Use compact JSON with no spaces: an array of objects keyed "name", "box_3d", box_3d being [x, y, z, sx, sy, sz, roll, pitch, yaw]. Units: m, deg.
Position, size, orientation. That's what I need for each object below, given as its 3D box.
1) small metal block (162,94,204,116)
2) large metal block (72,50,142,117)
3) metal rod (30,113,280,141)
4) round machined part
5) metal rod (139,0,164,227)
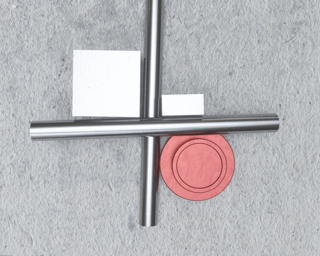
[{"name":"small metal block","box_3d":[0.028,-0.028,0.399,0.050,0.050,0.025,-1,90,-1]},{"name":"large metal block","box_3d":[-0.064,-0.054,0.397,0.081,0.050,0.079,1,90,-1]},{"name":"metal rod","box_3d":[-0.002,-0.001,0.386,0.302,0.025,0.025,-2,90,-5]},{"name":"round machined part","box_3d":[0.049,0.047,0.402,0.099,0.042,0.097,0,90,-1]},{"name":"metal rod","box_3d":[-0.011,-0.022,0.411,0.025,0.025,0.298,2,90,-1]}]
